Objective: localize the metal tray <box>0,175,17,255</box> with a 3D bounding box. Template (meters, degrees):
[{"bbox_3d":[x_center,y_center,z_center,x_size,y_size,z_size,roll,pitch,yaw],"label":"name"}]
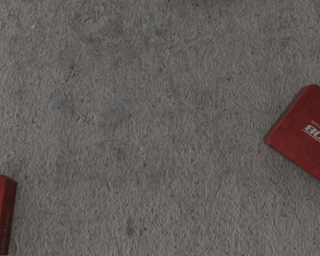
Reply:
[{"bbox_3d":[-0.225,0.122,0.359,0.091,0.030,0.130,-1,70,-1],"label":"metal tray"}]

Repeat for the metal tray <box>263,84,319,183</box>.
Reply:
[{"bbox_3d":[0.207,0.019,0.376,0.130,0.030,0.090,36,94,6],"label":"metal tray"}]

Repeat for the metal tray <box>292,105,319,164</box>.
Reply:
[{"bbox_3d":[0.243,-0.016,0.413,0.131,0.030,0.090,-32,73,-11],"label":"metal tray"}]
